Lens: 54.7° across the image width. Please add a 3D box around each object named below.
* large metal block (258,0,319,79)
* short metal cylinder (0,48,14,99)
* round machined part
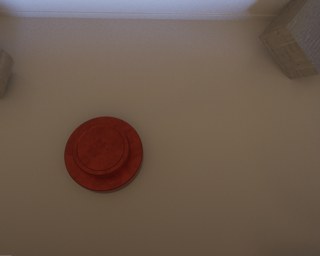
[{"bbox_3d":[0.198,-0.127,0.427,0.080,0.050,0.080,46,74,-17],"label":"large metal block"},{"bbox_3d":[-0.241,-0.077,0.405,0.080,0.080,0.050,7,71,2],"label":"short metal cylinder"},{"bbox_3d":[-0.071,0.030,0.389,0.099,0.042,0.098,0,70,-1],"label":"round machined part"}]
